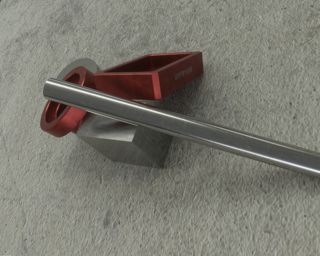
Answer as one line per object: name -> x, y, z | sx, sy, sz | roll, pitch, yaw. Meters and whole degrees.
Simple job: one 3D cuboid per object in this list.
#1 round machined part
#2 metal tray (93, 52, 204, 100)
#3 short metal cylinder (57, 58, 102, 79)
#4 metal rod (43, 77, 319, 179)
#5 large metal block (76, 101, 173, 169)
round machined part -> -0.113, -0.030, 0.414 | 0.098, 0.042, 0.098 | -30, 42, 32
metal tray -> -0.010, -0.071, 0.400 | 0.090, 0.030, 0.131 | 5, 24, 30
short metal cylinder -> -0.119, -0.063, 0.488 | 0.080, 0.050, 0.080 | -13, 56, 20
metal rod -> 0.022, -0.002, 0.318 | 0.301, 0.025, 0.025 | 16, 68, 8
large metal block -> -0.040, 0.008, 0.384 | 0.080, 0.080, 0.050 | 5, 64, 30
